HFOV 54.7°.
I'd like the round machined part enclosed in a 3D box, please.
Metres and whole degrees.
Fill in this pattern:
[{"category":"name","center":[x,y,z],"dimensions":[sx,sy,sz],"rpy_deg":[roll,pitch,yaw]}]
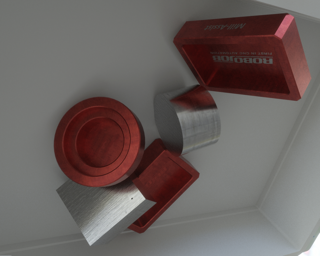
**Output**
[{"category":"round machined part","center":[-0.064,0.017,0.350],"dimensions":[0.098,0.098,0.042],"rpy_deg":[-43,165,1]}]

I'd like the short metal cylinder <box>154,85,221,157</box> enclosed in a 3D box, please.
[{"category":"short metal cylinder","center":[0.032,-0.010,0.386],"dimensions":[0.050,0.080,0.079],"rpy_deg":[-17,126,-19]}]

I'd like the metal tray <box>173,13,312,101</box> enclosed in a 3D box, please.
[{"category":"metal tray","center":[0.087,-0.076,0.342],"dimensions":[0.030,0.130,0.090],"rpy_deg":[-57,132,-18]}]

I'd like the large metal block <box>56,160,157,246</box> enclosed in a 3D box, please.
[{"category":"large metal block","center":[-0.065,0.085,0.382],"dimensions":[0.080,0.080,0.050],"rpy_deg":[-40,157,-1]}]

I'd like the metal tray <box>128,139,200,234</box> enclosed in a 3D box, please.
[{"category":"metal tray","center":[-0.015,0.088,0.452],"dimensions":[0.130,0.030,0.090],"rpy_deg":[-46,130,4]}]
